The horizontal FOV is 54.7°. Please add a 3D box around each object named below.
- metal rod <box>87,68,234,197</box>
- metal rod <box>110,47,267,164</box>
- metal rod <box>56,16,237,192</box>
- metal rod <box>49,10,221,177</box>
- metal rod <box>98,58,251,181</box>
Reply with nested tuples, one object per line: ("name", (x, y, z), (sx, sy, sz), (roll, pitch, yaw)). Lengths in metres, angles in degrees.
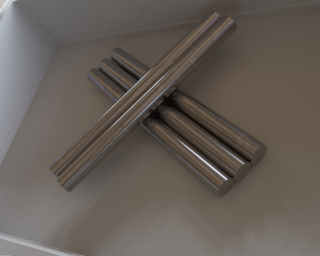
("metal rod", (-0.020, -0.012, 0.422), (0.025, 0.025, 0.300), (-47, 51, -4))
("metal rod", (0.017, -0.047, 0.424), (0.025, 0.025, 0.300), (-46, 51, -4))
("metal rod", (-0.014, -0.033, 0.400), (0.300, 0.025, 0.025), (-44, 51, -3))
("metal rod", (-0.030, -0.046, 0.416), (0.300, 0.025, 0.025), (-44, 51, -3))
("metal rod", (-0.002, -0.029, 0.422), (0.025, 0.025, 0.300), (-47, 51, -4))
